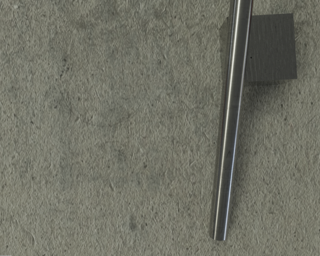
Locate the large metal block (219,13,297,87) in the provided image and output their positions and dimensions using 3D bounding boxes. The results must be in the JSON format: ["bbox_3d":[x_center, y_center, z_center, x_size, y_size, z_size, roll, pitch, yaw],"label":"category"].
[{"bbox_3d":[0.123,-0.097,0.399,0.081,0.050,0.080,-3,90,0],"label":"large metal block"}]

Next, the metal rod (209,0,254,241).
[{"bbox_3d":[0.084,-0.001,0.374,0.025,0.025,0.298,2,105,0],"label":"metal rod"}]
